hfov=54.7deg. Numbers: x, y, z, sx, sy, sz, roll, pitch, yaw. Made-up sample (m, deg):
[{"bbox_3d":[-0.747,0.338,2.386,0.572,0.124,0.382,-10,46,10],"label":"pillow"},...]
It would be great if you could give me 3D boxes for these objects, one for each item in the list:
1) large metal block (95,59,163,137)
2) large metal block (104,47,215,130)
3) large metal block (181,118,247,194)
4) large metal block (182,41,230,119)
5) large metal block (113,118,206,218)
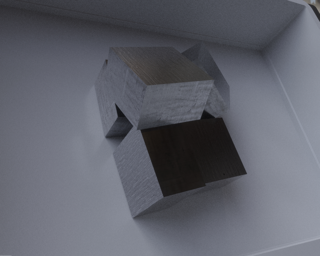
[{"bbox_3d":[-0.031,-0.036,0.395,0.081,0.050,0.080,-1,62,-29],"label":"large metal block"},{"bbox_3d":[-0.004,-0.047,0.332,0.081,0.050,0.080,-10,42,-32],"label":"large metal block"},{"bbox_3d":[0.049,0.036,0.391,0.081,0.050,0.080,-6,65,-31],"label":"large metal block"},{"bbox_3d":[0.054,-0.062,0.424,0.080,0.050,0.080,54,26,-20],"label":"large metal block"},{"bbox_3d":[-0.005,0.044,0.340,0.050,0.080,0.080,-7,65,-32],"label":"large metal block"}]
